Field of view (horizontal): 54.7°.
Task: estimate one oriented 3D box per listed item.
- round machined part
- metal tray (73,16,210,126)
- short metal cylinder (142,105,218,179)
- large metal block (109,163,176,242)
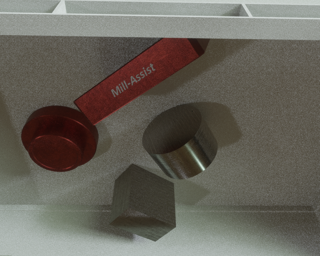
[{"bbox_3d":[-0.135,0.021,0.414,0.099,0.042,0.097,-1,130,0],"label":"round machined part"},{"bbox_3d":[-0.015,-0.060,0.312,0.130,0.090,0.030,-30,104,23],"label":"metal tray"},{"bbox_3d":[0.025,0.017,0.388,0.080,0.080,0.050,-23,127,17],"label":"short metal cylinder"},{"bbox_3d":[-0.025,0.113,0.469,0.080,0.080,0.050,29,124,-23],"label":"large metal block"}]
